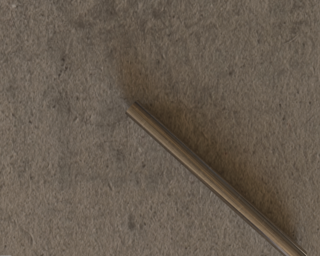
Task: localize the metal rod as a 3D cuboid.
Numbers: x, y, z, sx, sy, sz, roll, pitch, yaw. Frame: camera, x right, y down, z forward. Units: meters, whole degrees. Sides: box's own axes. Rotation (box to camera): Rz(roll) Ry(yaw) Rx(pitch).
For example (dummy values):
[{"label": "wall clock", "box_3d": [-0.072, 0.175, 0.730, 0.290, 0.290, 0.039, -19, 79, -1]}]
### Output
[{"label": "metal rod", "box_3d": [0.074, 0.072, 0.411, 0.300, 0.025, 0.025, 42, 90, -1]}]
